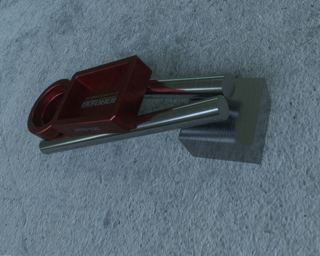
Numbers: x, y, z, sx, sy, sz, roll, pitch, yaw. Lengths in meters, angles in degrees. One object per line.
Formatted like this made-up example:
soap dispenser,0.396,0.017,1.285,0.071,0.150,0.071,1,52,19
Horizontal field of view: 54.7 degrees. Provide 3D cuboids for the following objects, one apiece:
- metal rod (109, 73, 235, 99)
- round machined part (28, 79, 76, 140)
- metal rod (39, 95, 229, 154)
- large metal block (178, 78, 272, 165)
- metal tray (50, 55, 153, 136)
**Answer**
metal rod,-0.039,-0.051,0.414,0.300,0.025,0.025,5,64,44
round machined part,-0.156,-0.025,0.482,0.098,0.042,0.098,-21,50,27
metal rod,-0.057,0.004,0.390,0.300,0.025,0.025,-12,56,36
large metal block,0.076,-0.009,0.352,0.080,0.050,0.080,4,64,29
metal tray,-0.078,-0.038,0.398,0.130,0.030,0.090,-4,59,40
